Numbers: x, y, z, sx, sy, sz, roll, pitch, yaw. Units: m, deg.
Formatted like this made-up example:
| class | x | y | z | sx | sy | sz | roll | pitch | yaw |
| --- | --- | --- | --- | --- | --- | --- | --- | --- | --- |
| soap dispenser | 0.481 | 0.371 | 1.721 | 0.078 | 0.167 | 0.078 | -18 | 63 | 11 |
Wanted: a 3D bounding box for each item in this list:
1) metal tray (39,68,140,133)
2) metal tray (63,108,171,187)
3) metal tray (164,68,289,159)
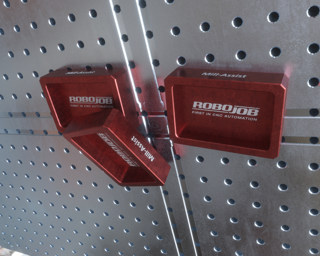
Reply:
| class | x | y | z | sx | sy | sz | roll | pitch | yaw |
| --- | --- | --- | --- | --- | --- | --- | --- | --- | --- |
| metal tray | -0.100 | -0.036 | 0.439 | 0.130 | 0.030 | 0.090 | 3 | 120 | 26 |
| metal tray | -0.057 | 0.033 | 0.425 | 0.090 | 0.030 | 0.130 | -10 | 134 | 38 |
| metal tray | 0.073 | -0.019 | 0.357 | 0.130 | 0.030 | 0.089 | 8 | 122 | 24 |
